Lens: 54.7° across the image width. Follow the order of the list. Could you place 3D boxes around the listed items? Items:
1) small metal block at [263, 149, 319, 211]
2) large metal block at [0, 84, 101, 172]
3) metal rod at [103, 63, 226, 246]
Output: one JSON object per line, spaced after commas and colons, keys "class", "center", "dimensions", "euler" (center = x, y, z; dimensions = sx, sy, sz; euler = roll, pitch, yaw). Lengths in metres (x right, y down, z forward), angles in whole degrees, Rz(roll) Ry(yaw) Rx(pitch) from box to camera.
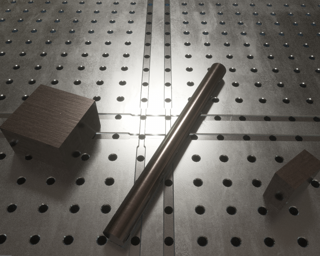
{"class": "small metal block", "center": [0.147, 0.058, 0.344], "dimensions": [0.050, 0.050, 0.025], "euler": [-30, 57, -23]}
{"class": "large metal block", "center": [-0.133, -0.002, 0.391], "dimensions": [0.080, 0.050, 0.080], "euler": [17, 52, 13]}
{"class": "metal rod", "center": [0.022, 0.010, 0.399], "dimensions": [0.025, 0.025, 0.301], "euler": [22, 53, 17]}
